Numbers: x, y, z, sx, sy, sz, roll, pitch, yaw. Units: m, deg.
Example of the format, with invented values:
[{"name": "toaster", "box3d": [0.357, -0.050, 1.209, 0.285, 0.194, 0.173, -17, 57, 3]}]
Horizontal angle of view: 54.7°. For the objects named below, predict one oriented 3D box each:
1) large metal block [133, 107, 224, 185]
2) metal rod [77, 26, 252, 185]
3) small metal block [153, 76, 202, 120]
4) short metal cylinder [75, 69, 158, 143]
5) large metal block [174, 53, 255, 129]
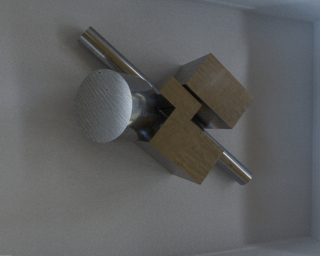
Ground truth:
[{"name": "large metal block", "box3d": [0.018, 0.021, 0.388, 0.080, 0.080, 0.050, 41, 77, -16]}, {"name": "metal rod", "box3d": [0.017, -0.020, 0.417, 0.300, 0.025, 0.025, 41, 77, -16]}, {"name": "small metal block", "box3d": [0.016, -0.034, 0.378, 0.050, 0.050, 0.025, 43, 77, -16]}, {"name": "short metal cylinder", "box3d": [-0.050, -0.024, 0.356, 0.050, 0.080, 0.079, 1, 90, -60]}, {"name": "large metal block", "box3d": [0.059, -0.044, 0.404, 0.080, 0.080, 0.050, 42, 77, -16]}]
